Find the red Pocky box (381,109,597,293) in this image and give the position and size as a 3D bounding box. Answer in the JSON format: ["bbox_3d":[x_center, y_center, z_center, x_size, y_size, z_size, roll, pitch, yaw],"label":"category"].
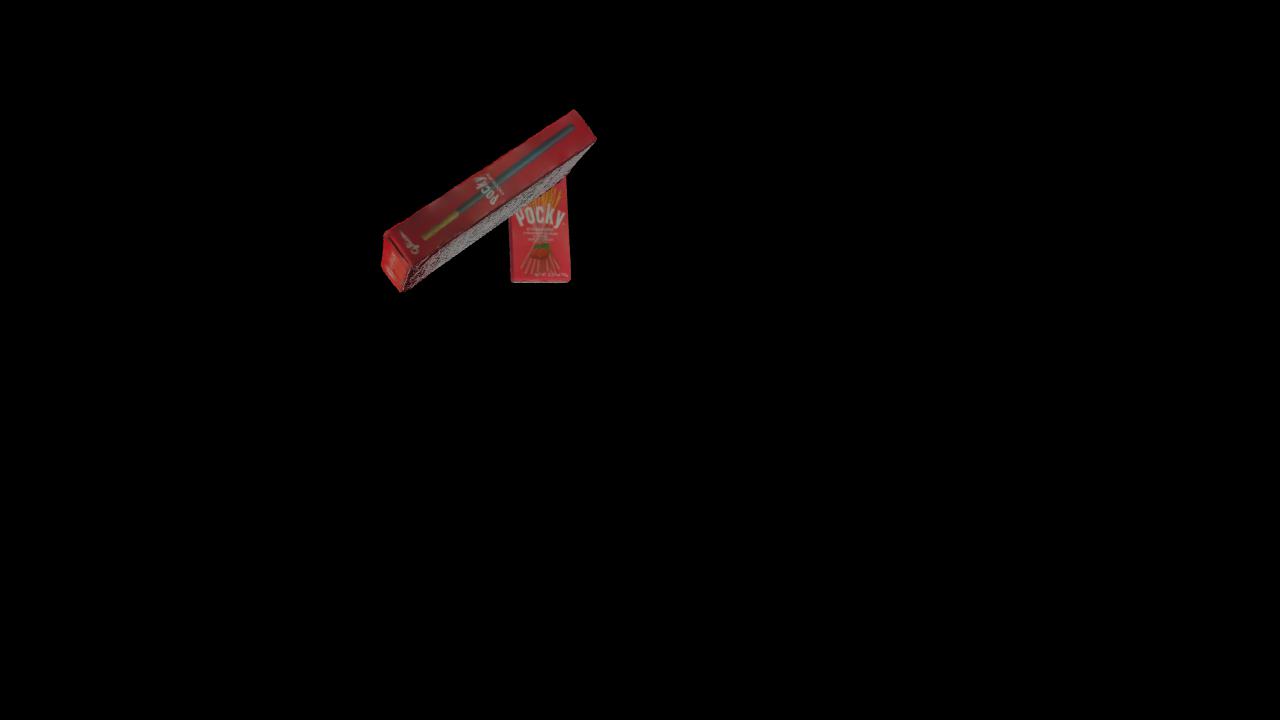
[{"bbox_3d":[-0.103,-0.107,0.415,0.155,0.028,0.083,-43,14,-22],"label":"red Pocky box"}]

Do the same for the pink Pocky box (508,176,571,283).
[{"bbox_3d":[-0.145,-0.189,0.882,0.084,0.155,0.029,-2,-2,-18],"label":"pink Pocky box"}]
